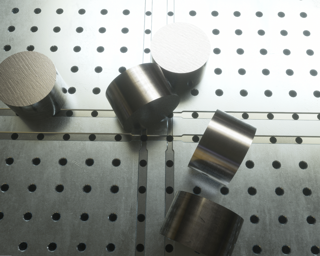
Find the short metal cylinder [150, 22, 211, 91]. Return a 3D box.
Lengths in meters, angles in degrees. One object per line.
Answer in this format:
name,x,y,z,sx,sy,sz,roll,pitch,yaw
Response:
short metal cylinder,0.027,-0.100,0.435,0.081,0.050,0.080,0,70,0

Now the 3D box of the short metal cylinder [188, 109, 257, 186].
short metal cylinder,0.074,0.023,0.375,0.050,0.080,0.080,27,72,9

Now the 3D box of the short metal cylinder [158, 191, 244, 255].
short metal cylinder,0.045,0.110,0.343,0.080,0.080,0.050,23,72,8

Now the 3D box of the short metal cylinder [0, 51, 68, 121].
short metal cylinder,-0.172,-0.056,0.417,0.081,0.050,0.080,0,70,0

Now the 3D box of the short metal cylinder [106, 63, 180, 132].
short metal cylinder,-0.022,-0.038,0.396,0.080,0.080,0.050,-27,73,-10
